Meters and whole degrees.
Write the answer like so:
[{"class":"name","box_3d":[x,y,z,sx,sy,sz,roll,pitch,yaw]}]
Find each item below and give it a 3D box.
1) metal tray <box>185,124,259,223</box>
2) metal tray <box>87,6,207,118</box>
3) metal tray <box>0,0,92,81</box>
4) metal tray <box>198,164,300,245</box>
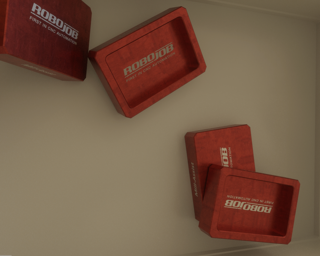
[{"class":"metal tray","box_3d":[0.089,0.064,0.441,0.091,0.030,0.129,-9,93,-20]},{"class":"metal tray","box_3d":[-0.011,-0.083,0.390,0.131,0.030,0.090,-34,118,-17]},{"class":"metal tray","box_3d":[-0.118,-0.103,0.315,0.030,0.130,0.089,4,89,16]},{"class":"metal tray","box_3d":[0.123,0.104,0.420,0.131,0.030,0.090,12,86,-20]}]
